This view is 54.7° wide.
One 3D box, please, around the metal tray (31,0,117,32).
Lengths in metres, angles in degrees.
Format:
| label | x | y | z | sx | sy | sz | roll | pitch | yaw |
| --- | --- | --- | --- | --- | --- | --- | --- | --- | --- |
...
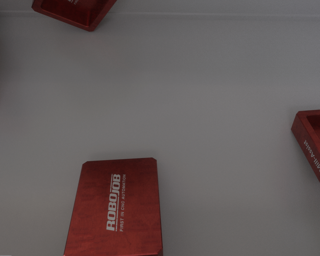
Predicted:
| label | x | y | z | sx | sy | sz | roll | pitch | yaw |
| --- | --- | --- | --- | --- | --- | --- | --- | --- | --- |
| metal tray | -0.105 | -0.186 | 0.406 | 0.091 | 0.130 | 0.030 | 13 | 67 | -32 |

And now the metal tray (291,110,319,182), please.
| label | x | y | z | sx | sy | sz | roll | pitch | yaw |
| --- | --- | --- | --- | --- | --- | --- | --- | --- | --- |
| metal tray | 0.226 | 0.029 | 0.368 | 0.091 | 0.030 | 0.130 | -4 | 43 | -1 |

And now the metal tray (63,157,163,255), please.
| label | x | y | z | sx | sy | sz | roll | pitch | yaw |
| --- | --- | --- | --- | --- | --- | --- | --- | --- | --- |
| metal tray | -0.045 | 0.089 | 0.338 | 0.091 | 0.030 | 0.130 | -3 | 37 | -2 |
